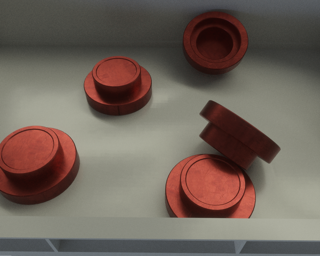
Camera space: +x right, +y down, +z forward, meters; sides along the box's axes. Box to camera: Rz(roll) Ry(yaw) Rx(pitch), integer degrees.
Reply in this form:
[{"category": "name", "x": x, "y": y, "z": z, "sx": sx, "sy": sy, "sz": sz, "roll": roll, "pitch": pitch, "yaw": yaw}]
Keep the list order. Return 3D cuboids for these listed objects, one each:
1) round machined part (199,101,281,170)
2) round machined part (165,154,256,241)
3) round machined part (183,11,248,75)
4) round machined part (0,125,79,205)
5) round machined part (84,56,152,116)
[{"category": "round machined part", "x": 0.085, "y": 0.013, "z": 0.361, "sx": 0.098, "sy": 0.098, "sz": 0.042, "roll": 38, "pitch": 95, "yaw": 27}, {"category": "round machined part", "x": 0.055, "y": 0.068, "z": 0.338, "sx": 0.099, "sy": 0.042, "sz": 0.098, "roll": 0, "pitch": 50, "yaw": 0}, {"category": "round machined part", "x": 0.085, "y": -0.129, "z": 0.487, "sx": 0.099, "sy": 0.042, "sz": 0.098, "roll": 0, "pitch": 76, "yaw": 1}, {"category": "round machined part", "x": -0.148, "y": 0.036, "z": 0.362, "sx": 0.099, "sy": 0.042, "sz": 0.098, "roll": 0, "pitch": 50, "yaw": 0}, {"category": "round machined part", "x": -0.061, "y": -0.068, "z": 0.450, "sx": 0.099, "sy": 0.042, "sz": 0.098, "roll": 0, "pitch": 50, "yaw": 0}]
